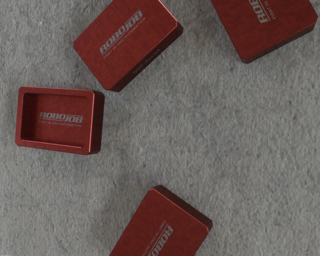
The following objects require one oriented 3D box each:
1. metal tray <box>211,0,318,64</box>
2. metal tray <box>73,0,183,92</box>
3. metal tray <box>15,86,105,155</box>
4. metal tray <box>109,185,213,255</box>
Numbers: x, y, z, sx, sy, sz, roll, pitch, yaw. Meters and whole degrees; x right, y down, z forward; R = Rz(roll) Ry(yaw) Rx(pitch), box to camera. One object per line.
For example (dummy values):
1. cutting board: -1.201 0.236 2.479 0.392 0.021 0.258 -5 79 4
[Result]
1. metal tray: 0.112 -0.154 0.367 0.090 0.030 0.129 -27 82 17
2. metal tray: -0.045 -0.123 0.421 0.130 0.030 0.090 -40 78 15
3. metal tray: -0.149 -0.013 0.457 0.130 0.030 0.089 5 92 19
4. metal tray: -0.003 0.153 0.406 0.090 0.030 0.129 33 100 16
